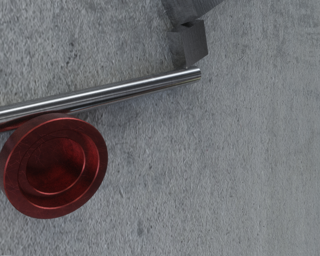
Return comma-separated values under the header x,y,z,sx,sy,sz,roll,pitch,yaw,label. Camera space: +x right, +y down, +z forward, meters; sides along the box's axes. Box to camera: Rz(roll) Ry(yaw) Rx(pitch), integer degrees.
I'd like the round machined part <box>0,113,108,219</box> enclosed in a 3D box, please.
x,y,z,sx,sy,sz,roll,pitch,yaw,label
-0.103,0.033,0.297,0.099,0.042,0.097,-16,115,-38,round machined part

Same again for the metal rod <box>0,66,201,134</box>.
x,y,z,sx,sy,sz,roll,pitch,yaw,label
-0.062,-0.037,0.352,0.302,0.025,0.025,-20,103,-38,metal rod

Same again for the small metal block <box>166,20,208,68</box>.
x,y,z,sx,sy,sz,roll,pitch,yaw,label
0.039,-0.117,0.429,0.050,0.025,0.050,-39,129,-33,small metal block

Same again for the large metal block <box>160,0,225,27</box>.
x,y,z,sx,sy,sz,roll,pitch,yaw,label
0.042,-0.197,0.423,0.080,0.050,0.080,-43,116,-32,large metal block
